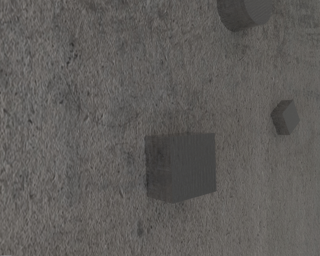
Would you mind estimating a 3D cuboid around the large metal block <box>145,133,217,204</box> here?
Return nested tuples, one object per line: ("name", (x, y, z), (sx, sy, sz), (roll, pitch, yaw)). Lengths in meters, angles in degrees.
("large metal block", (0.028, 0.048, 0.412), (0.081, 0.050, 0.079), (-4, 93, -40))

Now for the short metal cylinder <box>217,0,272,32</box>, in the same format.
("short metal cylinder", (0.138, -0.202, 0.503), (0.081, 0.050, 0.080), (0, 90, -40))

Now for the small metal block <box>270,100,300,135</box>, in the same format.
("small metal block", (0.248, -0.021, 0.612), (0.050, 0.025, 0.050), (-42, 116, -32))
